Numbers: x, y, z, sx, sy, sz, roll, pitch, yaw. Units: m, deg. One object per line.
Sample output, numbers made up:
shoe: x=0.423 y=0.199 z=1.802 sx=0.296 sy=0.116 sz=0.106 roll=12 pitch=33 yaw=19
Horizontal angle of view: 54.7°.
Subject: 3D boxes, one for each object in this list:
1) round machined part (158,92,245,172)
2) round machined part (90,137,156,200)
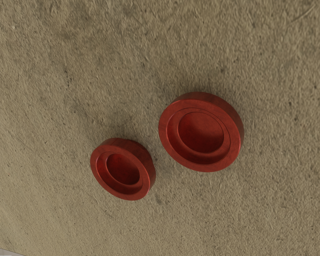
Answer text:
round machined part: x=0.051 y=0.001 z=0.370 sx=0.098 sy=0.042 sz=0.097 roll=13 pitch=124 yaw=21
round machined part: x=-0.050 y=0.055 z=0.457 sx=0.098 sy=0.042 sz=0.097 roll=13 pitch=124 yaw=21
